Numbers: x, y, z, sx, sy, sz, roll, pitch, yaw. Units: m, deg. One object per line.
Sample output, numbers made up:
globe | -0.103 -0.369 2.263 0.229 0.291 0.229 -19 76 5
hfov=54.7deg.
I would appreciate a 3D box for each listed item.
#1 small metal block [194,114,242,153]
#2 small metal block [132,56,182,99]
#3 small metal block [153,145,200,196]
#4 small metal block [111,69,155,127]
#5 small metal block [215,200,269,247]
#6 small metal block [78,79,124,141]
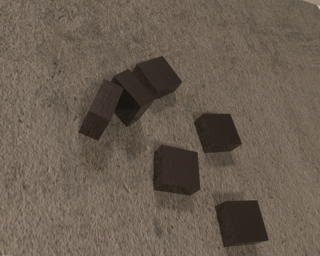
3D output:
small metal block | 0.083 0.007 0.446 0.050 0.025 0.050 -1 62 -29
small metal block | -0.005 -0.072 0.446 0.050 0.025 0.050 -27 77 -37
small metal block | 0.020 0.053 0.384 0.050 0.025 0.050 13 56 -21
small metal block | -0.041 -0.037 0.390 0.050 0.050 0.025 49 51 6
small metal block | 0.102 0.119 0.388 0.050 0.025 0.050 6 59 -26
small metal block | -0.069 -0.021 0.364 0.025 0.050 0.050 25 53 -13
